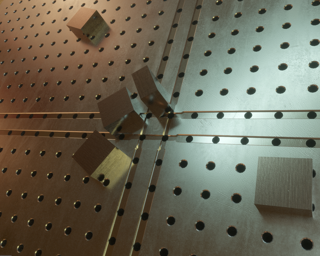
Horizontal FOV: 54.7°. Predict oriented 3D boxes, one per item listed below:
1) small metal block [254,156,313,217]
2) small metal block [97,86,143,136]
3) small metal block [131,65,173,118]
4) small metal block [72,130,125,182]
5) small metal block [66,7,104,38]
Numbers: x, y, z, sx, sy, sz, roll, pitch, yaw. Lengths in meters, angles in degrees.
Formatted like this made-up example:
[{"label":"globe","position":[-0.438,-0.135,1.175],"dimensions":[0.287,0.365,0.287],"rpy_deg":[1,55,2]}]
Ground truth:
[{"label":"small metal block","position":[0.124,0.057,0.308],"dimensions":[0.050,0.025,0.050],"rpy_deg":[0,62,27]},{"label":"small metal block","position":[-0.059,-0.025,0.453],"dimensions":[0.050,0.025,0.050],"rpy_deg":[-29,52,9]},{"label":"small metal block","position":[-0.011,-0.050,0.427],"dimensions":[0.025,0.050,0.050],"rpy_deg":[-29,52,10]},{"label":"small metal block","position":[-0.085,0.038,0.428],"dimensions":[0.050,0.025,0.050],"rpy_deg":[34,80,38]},{"label":"small metal block","position":[-0.148,-0.209,0.612],"dimensions":[0.050,0.025,0.050],"rpy_deg":[26,76,36]}]
